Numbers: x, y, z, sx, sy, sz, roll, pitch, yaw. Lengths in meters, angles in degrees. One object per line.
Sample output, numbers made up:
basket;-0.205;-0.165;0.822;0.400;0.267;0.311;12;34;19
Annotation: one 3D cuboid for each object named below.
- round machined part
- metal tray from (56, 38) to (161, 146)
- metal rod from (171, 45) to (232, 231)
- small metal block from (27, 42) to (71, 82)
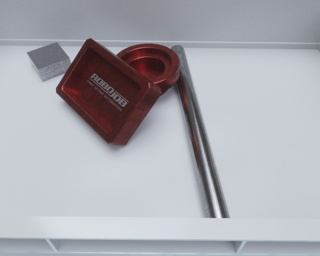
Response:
round machined part;-0.020;-0.080;0.458;0.099;0.042;0.098;-2;48;2
metal tray;-0.072;-0.049;0.409;0.130;0.030;0.090;40;100;28
metal rod;0.045;-0.013;0.416;0.025;0.025;0.300;-5;50;-4
small metal block;-0.175;-0.106;0.492;0.050;0.025;0.050;-27;56;-22
